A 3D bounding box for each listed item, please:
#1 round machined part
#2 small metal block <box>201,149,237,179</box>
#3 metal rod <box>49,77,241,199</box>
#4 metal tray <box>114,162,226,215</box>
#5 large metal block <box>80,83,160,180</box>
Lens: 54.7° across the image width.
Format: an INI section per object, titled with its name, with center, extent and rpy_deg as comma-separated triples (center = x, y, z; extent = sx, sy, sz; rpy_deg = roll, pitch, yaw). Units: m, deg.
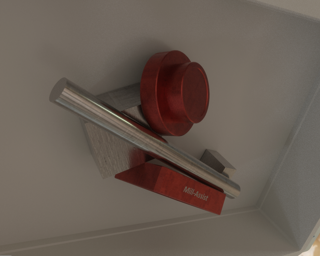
[round machined part]
center = 0.023, -0.039, 0.352
extent = 0.099, 0.042, 0.097
rpy_deg = -2, 93, -57
[small metal block]
center = 0.083, 0.069, 0.481
extent = 0.025, 0.050, 0.050
rpy_deg = 16, 110, -35
[metal rod]
center = 0.009, 0.030, 0.365
extent = 0.301, 0.025, 0.025
rpy_deg = 33, 100, -39
[metal tray]
center = 0.016, 0.079, 0.419
extent = 0.131, 0.090, 0.030
rpy_deg = 29, 75, -39
[large metal block]
center = -0.046, 0.002, 0.368
extent = 0.081, 0.050, 0.079
rpy_deg = -21, 127, -17
